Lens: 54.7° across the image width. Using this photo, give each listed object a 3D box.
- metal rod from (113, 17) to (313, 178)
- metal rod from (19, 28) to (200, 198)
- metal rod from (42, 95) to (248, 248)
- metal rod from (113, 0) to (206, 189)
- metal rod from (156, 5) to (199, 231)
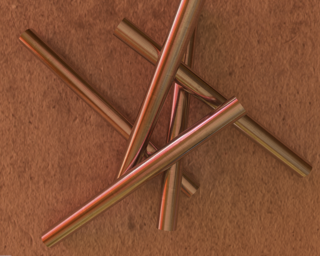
[{"bbox_3d":[0.073,-0.030,0.382,0.301,0.025,0.025,36,90,-12],"label":"metal rod"},{"bbox_3d":[-0.065,-0.019,0.409,0.300,0.025,0.025,43,90,-1],"label":"metal rod"},{"bbox_3d":[-0.029,0.060,0.373,0.300,0.025,0.025,-36,91,14],"label":"metal rod"},{"bbox_3d":[0.000,-0.048,0.350,0.025,0.025,0.298,22,114,-1],"label":"metal rod"},{"bbox_3d":[0.025,-0.025,0.393,0.025,0.025,0.298,7,83,-1],"label":"metal rod"}]
